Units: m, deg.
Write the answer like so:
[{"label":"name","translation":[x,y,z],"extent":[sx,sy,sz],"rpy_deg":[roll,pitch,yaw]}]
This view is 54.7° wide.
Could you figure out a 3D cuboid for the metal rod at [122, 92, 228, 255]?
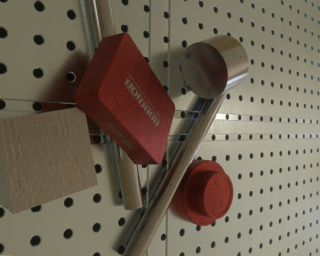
[{"label":"metal rod","translation":[0.034,0.044,0.439],"extent":[0.025,0.025,0.300],"rpy_deg":[46,63,-31]}]

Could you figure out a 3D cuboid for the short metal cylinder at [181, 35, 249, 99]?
[{"label":"short metal cylinder","translation":[0.077,-0.087,0.440],"extent":[0.050,0.080,0.080],"rpy_deg":[-28,108,-37]}]

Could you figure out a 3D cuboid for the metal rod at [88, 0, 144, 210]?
[{"label":"metal rod","translation":[-0.054,-0.050,0.364],"extent":[0.025,0.025,0.298],"rpy_deg":[-15,99,-39]}]

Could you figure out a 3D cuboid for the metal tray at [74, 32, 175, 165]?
[{"label":"metal tray","translation":[-0.030,-0.027,0.347],"extent":[0.130,0.030,0.090],"rpy_deg":[53,43,-44]}]

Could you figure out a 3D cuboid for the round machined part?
[{"label":"round machined part","translation":[0.072,0.097,0.461],"extent":[0.099,0.042,0.097],"rpy_deg":[0,90,-40]}]

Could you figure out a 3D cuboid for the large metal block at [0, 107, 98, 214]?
[{"label":"large metal block","translation":[-0.114,0.025,0.298],"extent":[0.081,0.050,0.079],"rpy_deg":[-14,99,-39]}]
